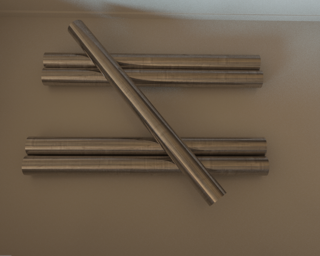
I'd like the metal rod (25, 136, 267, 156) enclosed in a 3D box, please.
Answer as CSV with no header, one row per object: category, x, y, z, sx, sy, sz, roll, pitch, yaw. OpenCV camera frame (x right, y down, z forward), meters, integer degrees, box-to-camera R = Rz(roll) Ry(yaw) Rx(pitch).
metal rod,-0.017,0.024,0.399,0.302,0.025,0.025,0,70,0

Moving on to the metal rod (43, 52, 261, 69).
metal rod,-0.011,-0.093,0.441,0.302,0.025,0.025,1,70,0

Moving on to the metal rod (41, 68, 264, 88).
metal rod,-0.010,-0.070,0.433,0.302,0.025,0.025,1,70,0

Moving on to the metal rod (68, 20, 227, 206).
metal rod,-0.026,-0.030,0.393,0.025,0.025,0.300,-36,74,-12

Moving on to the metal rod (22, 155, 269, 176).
metal rod,-0.017,0.047,0.390,0.302,0.025,0.025,0,70,0
